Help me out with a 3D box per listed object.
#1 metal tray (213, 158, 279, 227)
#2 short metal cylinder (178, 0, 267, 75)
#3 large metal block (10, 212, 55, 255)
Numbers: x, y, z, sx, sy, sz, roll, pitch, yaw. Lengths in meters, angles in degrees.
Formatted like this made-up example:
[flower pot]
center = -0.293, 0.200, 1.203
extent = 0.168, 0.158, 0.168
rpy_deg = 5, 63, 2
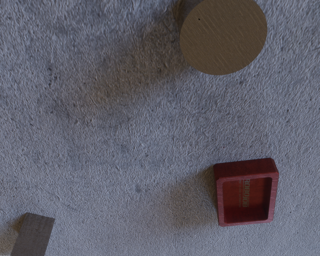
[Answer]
[metal tray]
center = 0.135, 0.106, 0.495
extent = 0.090, 0.030, 0.129
rpy_deg = -7, 130, 6
[short metal cylinder]
center = 0.059, -0.100, 0.306
extent = 0.081, 0.050, 0.079
rpy_deg = 0, 130, 0
[large metal block]
center = -0.229, 0.210, 0.548
extent = 0.050, 0.080, 0.079
rpy_deg = 19, 127, -16
